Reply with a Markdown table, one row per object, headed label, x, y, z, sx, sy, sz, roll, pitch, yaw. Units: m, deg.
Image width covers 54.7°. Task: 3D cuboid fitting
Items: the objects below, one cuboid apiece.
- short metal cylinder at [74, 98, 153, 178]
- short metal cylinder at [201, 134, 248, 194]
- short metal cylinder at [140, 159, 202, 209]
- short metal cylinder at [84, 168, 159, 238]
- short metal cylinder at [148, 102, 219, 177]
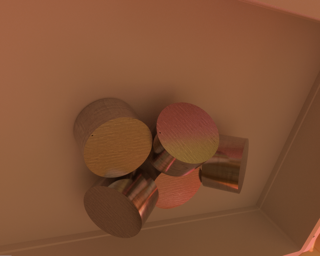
| label | x | y | z | sx | sy | sz | roll | pitch | yaw |
| --- | --- | --- | --- | --- | --- | --- | --- | --- | --- |
| short metal cylinder | -0.056 | 0.012 | 0.367 | 0.081 | 0.050 | 0.079 | -14 | 125 | -21 |
| short metal cylinder | 0.096 | 0.051 | 0.450 | 0.080 | 0.050 | 0.080 | 8 | 91 | -68 |
| short metal cylinder | 0.013 | 0.067 | 0.441 | 0.081 | 0.050 | 0.079 | -14 | 125 | -21 |
| short metal cylinder | -0.048 | 0.091 | 0.394 | 0.050 | 0.080 | 0.079 | -49 | 149 | -54 |
| short metal cylinder | 0.026 | 0.015 | 0.386 | 0.081 | 0.080 | 0.050 | -8 | 158 | -25 |
